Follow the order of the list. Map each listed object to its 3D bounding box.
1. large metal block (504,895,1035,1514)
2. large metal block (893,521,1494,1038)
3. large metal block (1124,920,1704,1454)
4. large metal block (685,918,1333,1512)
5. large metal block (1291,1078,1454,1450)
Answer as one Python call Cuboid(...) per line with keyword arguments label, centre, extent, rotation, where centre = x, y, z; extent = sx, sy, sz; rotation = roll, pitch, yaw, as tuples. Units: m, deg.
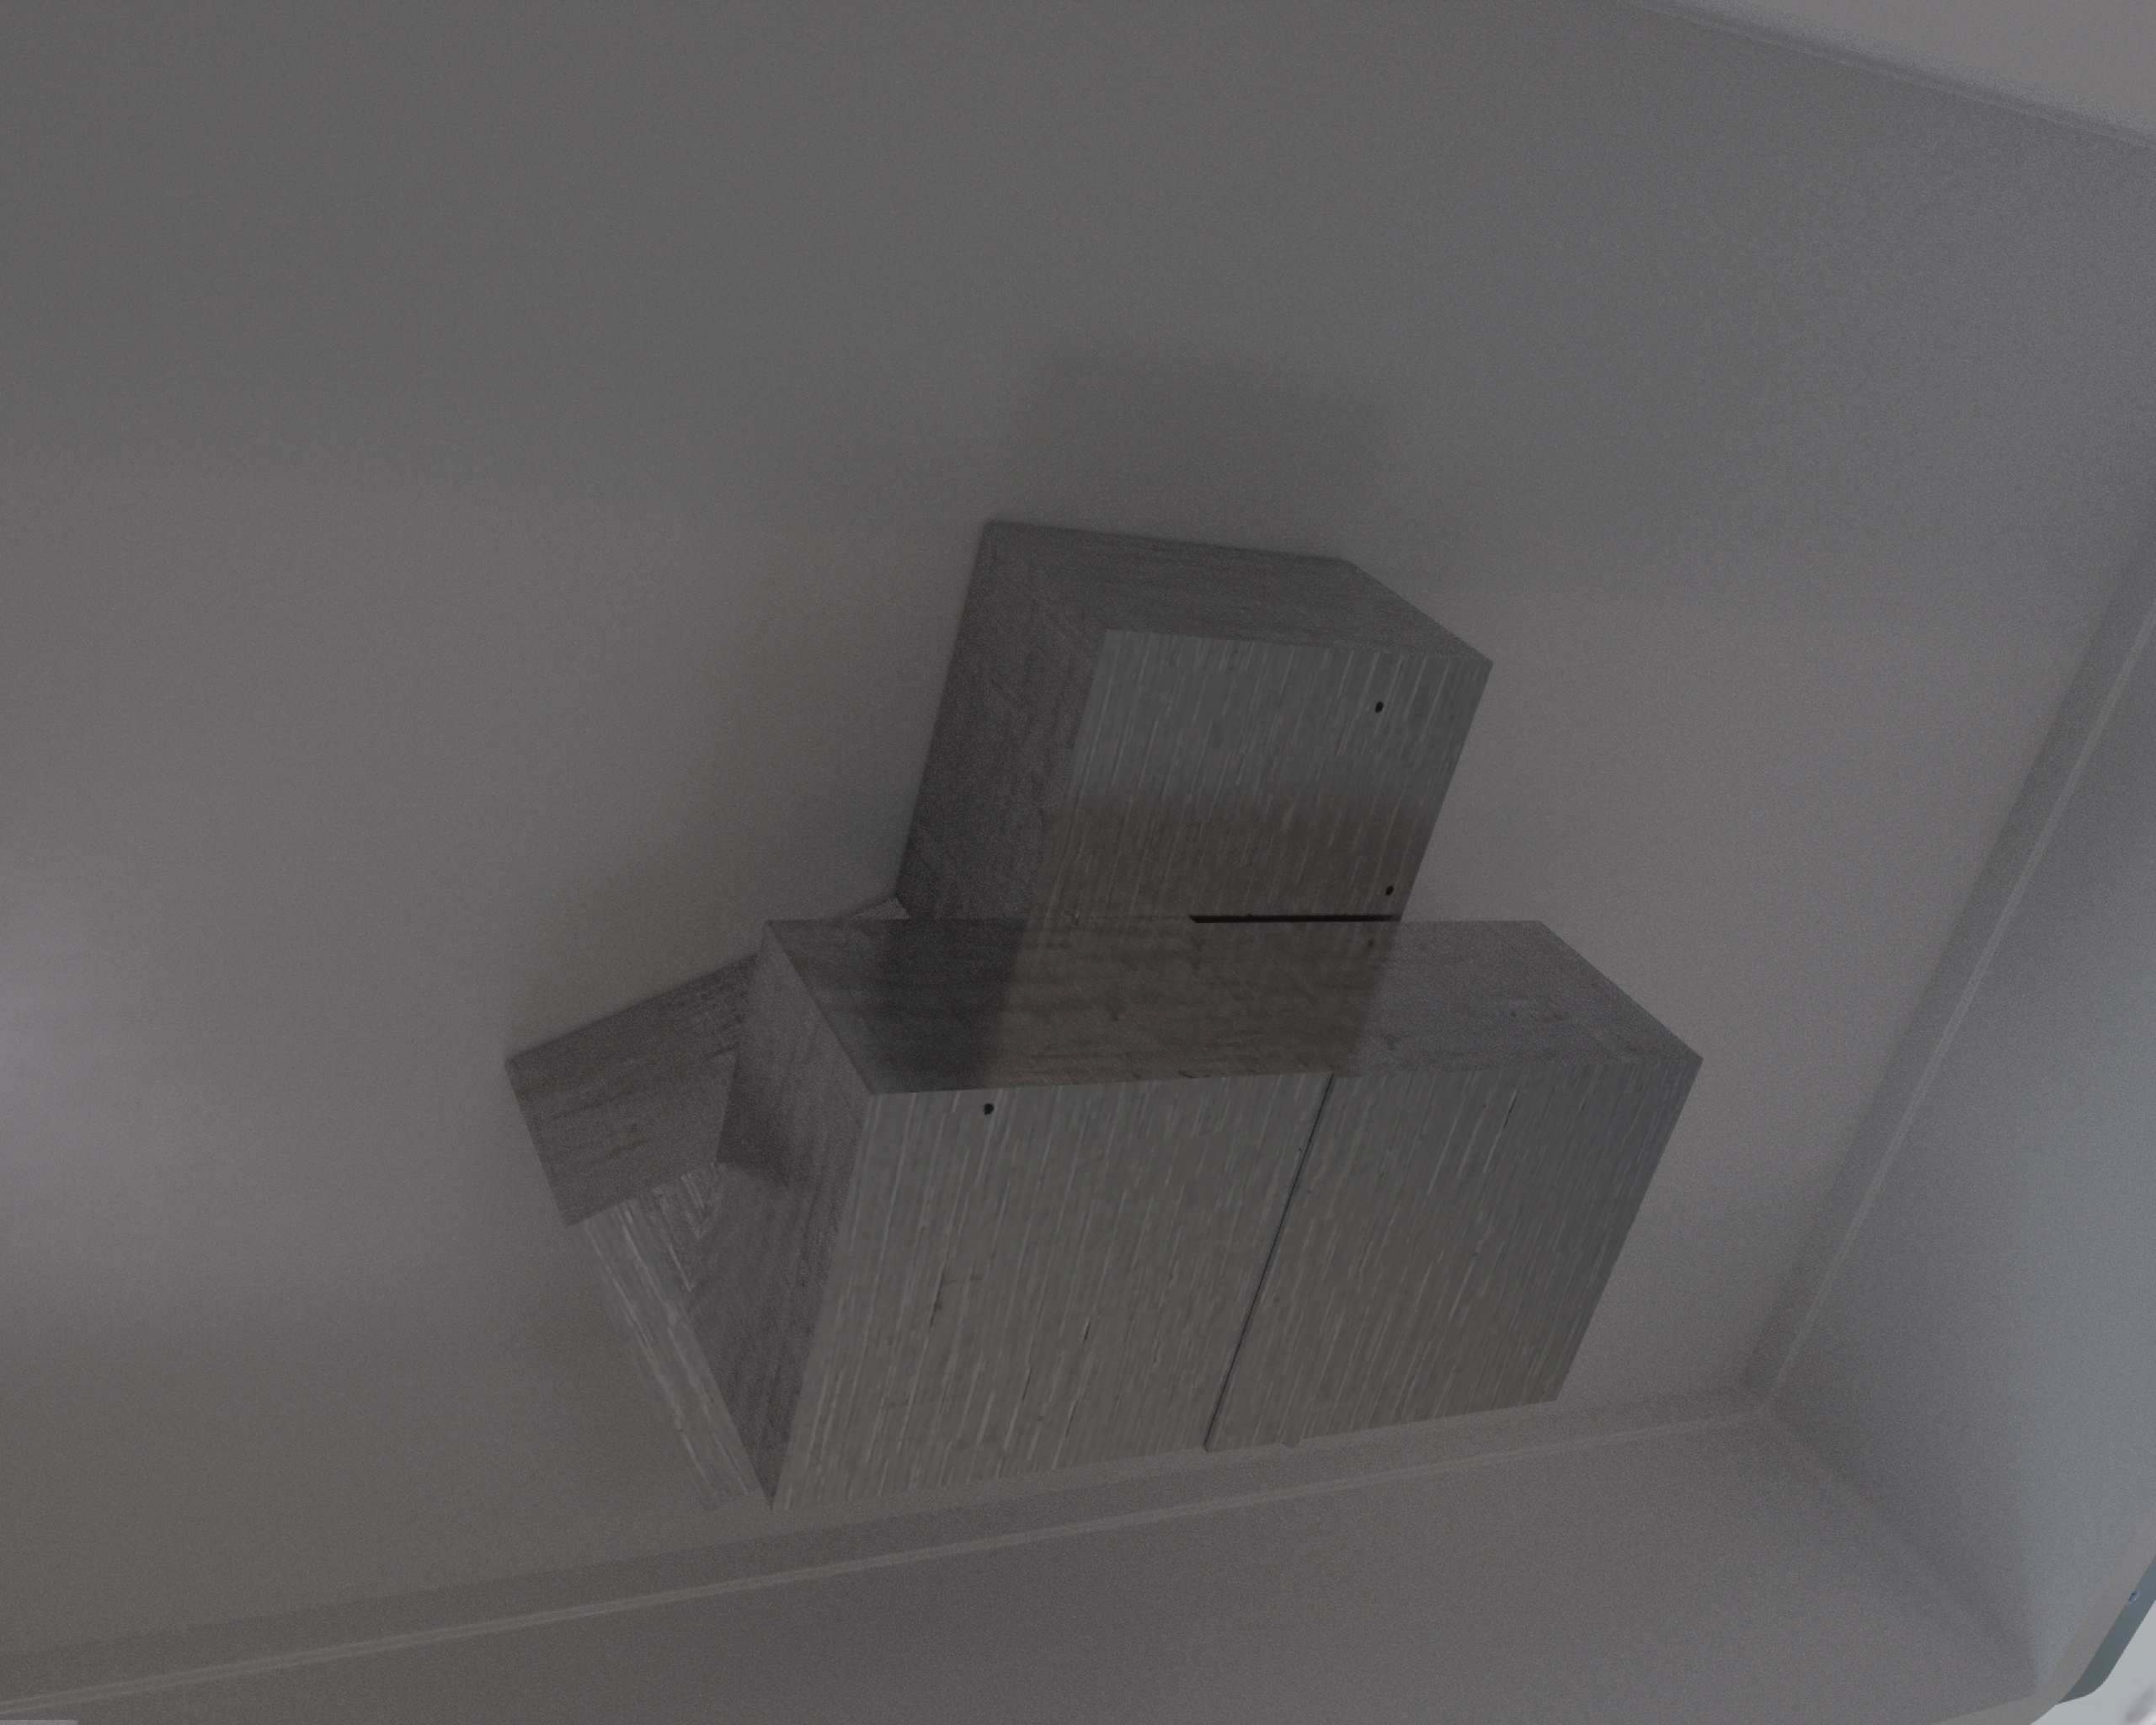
Cuboid(label="large metal block", centre=(-0.053, 0.065, 0.402), extent=(0.081, 0.050, 0.080), rotation=(-24, 127, -14))
Cuboid(label="large metal block", centre=(0.020, -0.014, 0.392), extent=(0.081, 0.050, 0.079), rotation=(1, 118, -29))
Cuboid(label="large metal block", centre=(0.057, 0.058, 0.391), extent=(0.081, 0.050, 0.079), rotation=(1, 118, -29))
Cuboid(label="large metal block", centre=(-0.014, 0.056, 0.353), extent=(0.081, 0.050, 0.079), rotation=(1, 118, -29))
Cuboid(label="large metal block", centre=(0.040, 0.070, 0.454), extent=(0.080, 0.050, 0.080), rotation=(-47, 129, 5))
